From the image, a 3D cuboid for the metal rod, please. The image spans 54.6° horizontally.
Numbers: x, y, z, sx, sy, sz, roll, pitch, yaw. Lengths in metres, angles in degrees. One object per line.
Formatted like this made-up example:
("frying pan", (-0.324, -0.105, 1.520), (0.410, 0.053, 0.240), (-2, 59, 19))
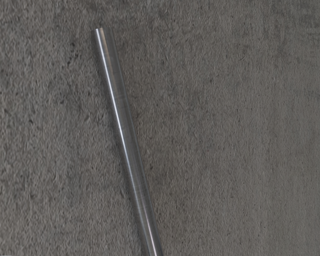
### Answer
("metal rod", (-0.035, 0.033, 0.374), (0.025, 0.025, 0.298), (-20, 103, -38))
